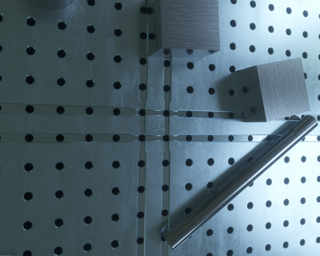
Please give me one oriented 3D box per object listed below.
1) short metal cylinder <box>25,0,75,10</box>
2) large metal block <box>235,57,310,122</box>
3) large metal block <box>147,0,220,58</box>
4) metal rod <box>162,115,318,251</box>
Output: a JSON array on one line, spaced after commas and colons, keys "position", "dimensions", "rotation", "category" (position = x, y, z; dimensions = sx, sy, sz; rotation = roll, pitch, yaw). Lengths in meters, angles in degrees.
[{"position": [-0.128, -0.183, 0.352], "dimensions": [0.081, 0.050, 0.079], "rotation": [0, 90, -20], "category": "short metal cylinder"}, {"position": [0.168, -0.056, 0.463], "dimensions": [0.081, 0.050, 0.080], "rotation": [-13, 95, -20], "category": "large metal block"}, {"position": [0.030, -0.139, 0.411], "dimensions": [0.081, 0.050, 0.079], "rotation": [-3, 91, -20], "category": "large metal block"}, {"position": [0.129, 0.072, 0.461], "dimensions": [0.301, 0.025, 0.025], "rotation": [-35, 102, -17], "category": "metal rod"}]
